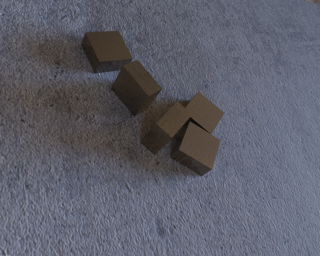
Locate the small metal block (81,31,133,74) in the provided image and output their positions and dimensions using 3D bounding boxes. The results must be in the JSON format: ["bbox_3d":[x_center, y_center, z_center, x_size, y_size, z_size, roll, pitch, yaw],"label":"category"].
[{"bbox_3d":[-0.073,-0.106,0.429,0.050,0.025,0.050,-15,70,-34],"label":"small metal block"}]

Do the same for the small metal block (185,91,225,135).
[{"bbox_3d":[0.058,-0.017,0.445,0.050,0.025,0.050,40,51,-1],"label":"small metal block"}]

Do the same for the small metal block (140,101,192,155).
[{"bbox_3d":[0.008,0.001,0.391,0.025,0.050,0.050,43,51,1],"label":"small metal block"}]

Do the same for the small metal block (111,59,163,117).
[{"bbox_3d":[-0.031,-0.051,0.402,0.025,0.050,0.050,-35,81,-38],"label":"small metal block"}]

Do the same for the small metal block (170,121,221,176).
[{"bbox_3d":[0.048,0.027,0.412,0.050,0.025,0.050,31,52,-8],"label":"small metal block"}]
